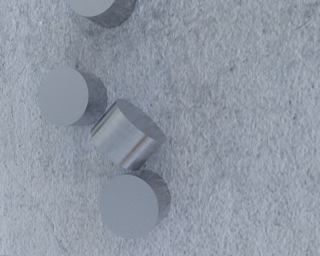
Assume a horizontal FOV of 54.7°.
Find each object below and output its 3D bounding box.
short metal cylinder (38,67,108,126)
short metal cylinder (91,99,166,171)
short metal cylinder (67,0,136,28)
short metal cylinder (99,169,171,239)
[{"bbox_3d":[-0.122,-0.042,0.437,0.080,0.050,0.079,0,90,19],"label":"short metal cylinder"},{"bbox_3d":[-0.039,0.008,0.393,0.080,0.080,0.050,45,104,14],"label":"short metal cylinder"},{"bbox_3d":[-0.079,-0.184,0.422,0.080,0.050,0.079,0,90,19],"label":"short metal cylinder"},{"bbox_3d":[-0.031,0.097,0.406,0.080,0.050,0.079,0,90,19],"label":"short metal cylinder"}]
